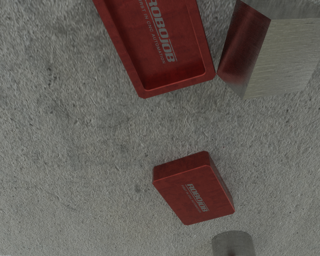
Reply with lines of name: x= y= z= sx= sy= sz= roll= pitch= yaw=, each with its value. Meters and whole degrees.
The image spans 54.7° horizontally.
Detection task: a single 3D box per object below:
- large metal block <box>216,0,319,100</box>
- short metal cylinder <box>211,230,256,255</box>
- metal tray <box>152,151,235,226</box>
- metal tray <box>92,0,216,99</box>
large metal block: x=0.112 y=-0.079 z=0.306 sx=0.081 sy=0.050 sz=0.079 roll=-10 pitch=134 yaw=-22
short metal cylinder: x=0.143 y=0.242 z=0.598 sx=0.081 sy=0.050 sz=0.079 roll=0 pitch=130 yaw=0
metal tray: x=0.055 y=0.099 z=0.489 sx=0.090 sy=0.030 sz=0.130 roll=-20 pitch=128 yaw=16
metal tray: x=-0.001 y=-0.099 z=0.319 sx=0.090 sy=0.030 sz=0.130 roll=-15 pitch=129 yaw=12
